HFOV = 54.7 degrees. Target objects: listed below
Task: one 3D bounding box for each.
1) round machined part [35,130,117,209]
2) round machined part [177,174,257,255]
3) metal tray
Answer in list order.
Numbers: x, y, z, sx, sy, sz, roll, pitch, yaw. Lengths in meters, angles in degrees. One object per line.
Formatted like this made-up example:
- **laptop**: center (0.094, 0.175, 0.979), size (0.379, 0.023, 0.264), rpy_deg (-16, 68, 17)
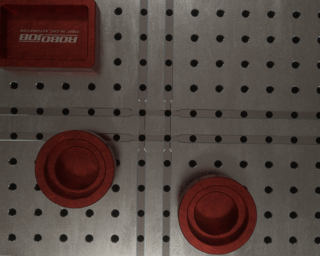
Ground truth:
- **round machined part**: center (-0.106, 0.051, 0.404), size (0.099, 0.042, 0.097), rpy_deg (0, 90, -1)
- **round machined part**: center (0.072, 0.109, 0.406), size (0.099, 0.042, 0.097), rpy_deg (0, 90, -1)
- **metal tray**: center (-0.148, -0.122, 0.408), size (0.131, 0.030, 0.089), rpy_deg (1, 90, -1)
